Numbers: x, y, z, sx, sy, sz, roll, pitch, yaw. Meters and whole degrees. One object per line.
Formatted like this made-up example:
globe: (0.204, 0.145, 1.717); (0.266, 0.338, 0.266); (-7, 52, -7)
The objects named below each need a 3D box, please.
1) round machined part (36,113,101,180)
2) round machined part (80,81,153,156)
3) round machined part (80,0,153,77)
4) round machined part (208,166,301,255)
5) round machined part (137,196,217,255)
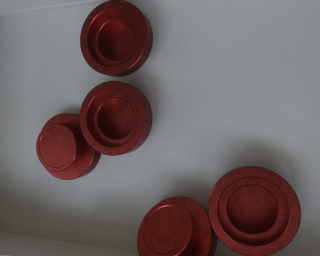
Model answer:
round machined part: (-0.138, 0.027, 0.450); (0.098, 0.042, 0.097); (0, 90, 20)
round machined part: (-0.055, -0.013, 0.421); (0.098, 0.042, 0.097); (0, 90, 20)
round machined part: (-0.055, -0.118, 0.421); (0.098, 0.042, 0.097); (0, 90, 20)
round machined part: (0.106, 0.092, 0.359); (0.098, 0.042, 0.097); (0, 88, 12)
round machined part: (0.015, 0.127, 0.371); (0.098, 0.042, 0.098); (-16, 49, 20)
